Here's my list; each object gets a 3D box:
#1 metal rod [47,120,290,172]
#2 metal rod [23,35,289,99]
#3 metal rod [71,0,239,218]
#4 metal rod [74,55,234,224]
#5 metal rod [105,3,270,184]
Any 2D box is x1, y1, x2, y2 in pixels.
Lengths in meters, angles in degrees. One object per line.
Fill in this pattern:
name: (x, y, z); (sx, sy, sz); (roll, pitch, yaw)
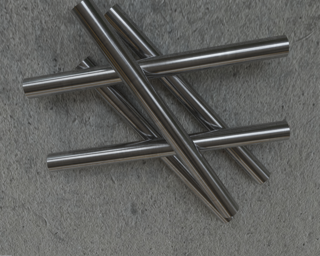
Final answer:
metal rod: (0.009, 0.024, 0.394); (0.302, 0.025, 0.025); (-8, 110, 2)
metal rod: (-0.007, -0.070, 0.359); (0.302, 0.025, 0.025); (-9, 110, 2)
metal rod: (0.006, -0.009, 0.355); (0.025, 0.025, 0.299); (-33, 107, 11)
metal rod: (0.002, 0.026, 0.420); (0.025, 0.025, 0.300); (-39, 106, 13)
metal rod: (0.043, -0.033, 0.399); (0.025, 0.025, 0.300); (-41, 106, 13)
